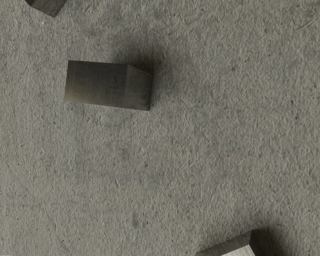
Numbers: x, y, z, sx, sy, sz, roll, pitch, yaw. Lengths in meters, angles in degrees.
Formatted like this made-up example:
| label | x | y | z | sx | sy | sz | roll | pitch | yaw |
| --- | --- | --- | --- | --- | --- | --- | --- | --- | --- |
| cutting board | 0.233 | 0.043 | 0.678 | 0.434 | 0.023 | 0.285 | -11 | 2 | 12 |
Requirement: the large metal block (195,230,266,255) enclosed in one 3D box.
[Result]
| label | x | y | z | sx | sy | sz | roll | pitch | yaw |
| --- | --- | --- | --- | --- | --- | --- | --- | --- | --- |
| large metal block | 0.090 | 0.180 | 0.364 | 0.080 | 0.050 | 0.080 | -30 | 80 | 17 |

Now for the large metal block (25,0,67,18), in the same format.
| label | x | y | z | sx | sy | sz | roll | pitch | yaw |
| --- | --- | --- | --- | --- | --- | --- | --- | --- | --- |
| large metal block | -0.173 | -0.226 | 0.457 | 0.080 | 0.050 | 0.080 | 46 | 104 | 14 |

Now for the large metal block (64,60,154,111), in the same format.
| label | x | y | z | sx | sy | sz | roll | pitch | yaw |
| --- | --- | --- | --- | --- | --- | --- | --- | --- | --- |
| large metal block | -0.063 | -0.053 | 0.402 | 0.080 | 0.080 | 0.050 | 8 | 93 | 20 |
